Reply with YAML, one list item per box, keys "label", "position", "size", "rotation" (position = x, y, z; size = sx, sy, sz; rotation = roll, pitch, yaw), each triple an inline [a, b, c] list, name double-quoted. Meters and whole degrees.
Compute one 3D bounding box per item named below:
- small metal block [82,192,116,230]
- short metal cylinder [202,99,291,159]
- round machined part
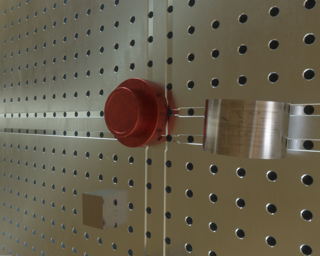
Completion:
- label: "small metal block"
  position: [-0.097, 0.129, 0.489]
  size: [0.050, 0.025, 0.050]
  rotation: [-3, 88, 40]
- label: "short metal cylinder"
  position: [0.084, -0.001, 0.305]
  size: [0.080, 0.081, 0.050]
  rotation: [6, 94, 40]
- label: "round machined part"
  position: [-0.040, -0.021, 0.431]
  size: [0.098, 0.042, 0.097]
  rotation: [0, 90, 40]
